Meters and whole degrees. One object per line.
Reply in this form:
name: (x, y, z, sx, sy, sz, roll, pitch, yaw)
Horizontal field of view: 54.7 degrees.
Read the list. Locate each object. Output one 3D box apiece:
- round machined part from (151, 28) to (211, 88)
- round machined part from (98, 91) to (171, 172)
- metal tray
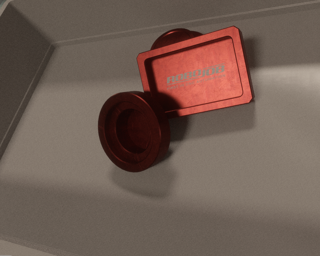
round machined part: (0.025, -0.103, 0.444, 0.098, 0.042, 0.098, -13, 56, 20)
round machined part: (-0.027, 0.002, 0.386, 0.098, 0.042, 0.097, 8, 105, 34)
metal tray: (0.043, -0.064, 0.387, 0.130, 0.030, 0.089, -11, 94, 22)
